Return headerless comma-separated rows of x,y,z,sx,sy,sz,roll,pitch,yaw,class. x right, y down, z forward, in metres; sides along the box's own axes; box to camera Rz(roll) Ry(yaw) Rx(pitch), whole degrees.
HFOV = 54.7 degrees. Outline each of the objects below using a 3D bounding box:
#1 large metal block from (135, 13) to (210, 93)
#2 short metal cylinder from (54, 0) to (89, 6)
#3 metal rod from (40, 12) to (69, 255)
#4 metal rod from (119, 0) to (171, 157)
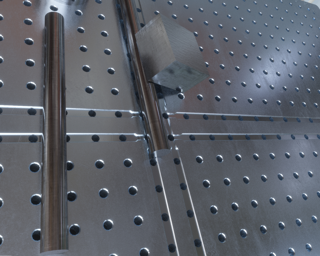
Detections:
0.018,-0.105,0.448,0.080,0.050,0.080,11,56,-48,large metal block
-0.137,-0.230,0.459,0.081,0.050,0.080,14,56,-21,short metal cylinder
-0.120,-0.017,0.353,0.025,0.025,0.299,4,60,-26,metal rod
-0.029,-0.100,0.453,0.025,0.025,0.299,1,61,-28,metal rod
